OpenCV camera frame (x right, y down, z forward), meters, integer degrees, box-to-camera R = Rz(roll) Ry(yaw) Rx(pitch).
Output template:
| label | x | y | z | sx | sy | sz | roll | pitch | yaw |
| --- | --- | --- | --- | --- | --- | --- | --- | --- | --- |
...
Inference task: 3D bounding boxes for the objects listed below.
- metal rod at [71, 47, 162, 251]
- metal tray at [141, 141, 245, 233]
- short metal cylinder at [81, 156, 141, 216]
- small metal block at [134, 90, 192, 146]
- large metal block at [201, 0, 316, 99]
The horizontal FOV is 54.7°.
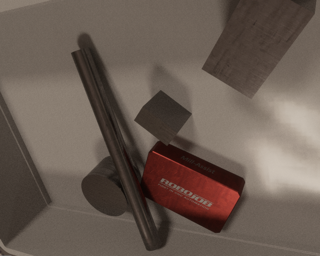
| label | x | y | z | sx | sy | sz | roll | pitch | yaw |
| --- | --- | --- | --- | --- | --- | --- | --- | --- | --- |
| metal rod | -0.056 | 0.038 | 0.431 | 0.025 | 0.025 | 0.298 | -11 | 105 | 32 |
| metal tray | 0.040 | 0.083 | 0.434 | 0.130 | 0.030 | 0.089 | 25 | 127 | 12 |
| short metal cylinder | -0.075 | 0.091 | 0.486 | 0.080 | 0.050 | 0.079 | 13 | 124 | 20 |
| small metal block | 0.005 | -0.014 | 0.380 | 0.050 | 0.050 | 0.025 | 38 | 129 | 2 |
| large metal block | 0.089 | -0.085 | 0.274 | 0.050 | 0.080 | 0.079 | 33 | 129 | 6 |
